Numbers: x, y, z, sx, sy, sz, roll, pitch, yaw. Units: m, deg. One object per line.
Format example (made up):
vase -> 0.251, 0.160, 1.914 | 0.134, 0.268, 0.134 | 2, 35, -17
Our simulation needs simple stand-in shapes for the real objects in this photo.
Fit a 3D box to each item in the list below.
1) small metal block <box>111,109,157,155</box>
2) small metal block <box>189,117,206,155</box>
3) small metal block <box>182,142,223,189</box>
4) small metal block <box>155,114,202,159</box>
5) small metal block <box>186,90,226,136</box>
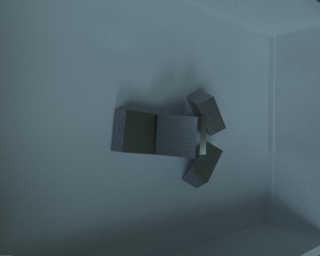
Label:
small metal block -> -0.030, 0.006, 0.380 | 0.050, 0.025, 0.050 | 8, 85, -40
small metal block -> 0.035, 0.010, 0.420 | 0.025, 0.050, 0.050 | 1, 89, -40
small metal block -> 0.059, 0.053, 0.437 | 0.025, 0.050, 0.050 | 31, 66, 1
small metal block -> 0.023, 0.010, 0.386 | 0.025, 0.050, 0.050 | 2, 92, -72
small metal block -> 0.065, -0.023, 0.442 | 0.025, 0.050, 0.050 | -27, 111, -3
